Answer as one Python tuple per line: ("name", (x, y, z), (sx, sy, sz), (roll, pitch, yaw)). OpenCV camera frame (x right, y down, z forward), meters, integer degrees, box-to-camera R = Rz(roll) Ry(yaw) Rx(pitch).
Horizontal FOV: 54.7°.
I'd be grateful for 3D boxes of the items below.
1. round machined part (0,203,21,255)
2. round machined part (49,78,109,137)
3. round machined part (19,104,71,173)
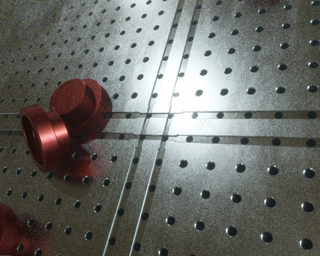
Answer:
("round machined part", (-0.233, 0.153, 0.423), (0.098, 0.042, 0.098), (-13, 56, 20))
("round machined part", (-0.133, -0.039, 0.489), (0.098, 0.042, 0.098), (-13, 56, 20))
("round machined part", (-0.165, 0.012, 0.451), (0.042, 0.097, 0.098), (-21, 43, -33))
